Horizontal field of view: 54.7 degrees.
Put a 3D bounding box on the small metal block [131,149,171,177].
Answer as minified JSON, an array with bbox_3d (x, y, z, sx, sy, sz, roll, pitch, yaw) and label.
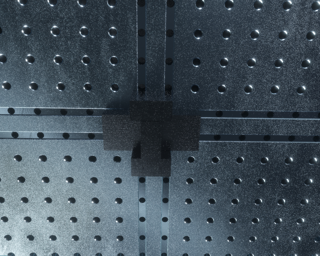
[{"bbox_3d":[-0.011,0.042,0.415,0.050,0.050,0.025,1,110,-1],"label":"small metal block"}]

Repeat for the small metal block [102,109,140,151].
[{"bbox_3d":[-0.049,0.002,0.413,0.050,0.025,0.050,0,110,-1],"label":"small metal block"}]

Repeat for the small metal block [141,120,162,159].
[{"bbox_3d":[-0.011,0.007,0.402,0.025,0.050,0.050,1,110,-1],"label":"small metal block"}]

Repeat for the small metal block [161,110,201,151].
[{"bbox_3d":[0.027,0.003,0.414,0.050,0.025,0.050,1,110,-1],"label":"small metal block"}]

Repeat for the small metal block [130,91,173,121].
[{"bbox_3d":[-0.011,-0.029,0.389,0.050,0.050,0.025,1,110,-1],"label":"small metal block"}]
